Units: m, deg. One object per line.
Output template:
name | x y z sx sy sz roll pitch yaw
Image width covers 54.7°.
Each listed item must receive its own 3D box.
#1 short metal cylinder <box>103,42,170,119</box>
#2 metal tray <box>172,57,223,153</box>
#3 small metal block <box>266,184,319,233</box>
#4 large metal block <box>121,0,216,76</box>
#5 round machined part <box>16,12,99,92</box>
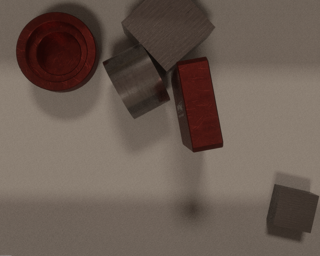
short metal cylinder | -0.028 -0.058 0.384 0.050 0.080 0.080 -28 90 0
metal tray | 0.038 -0.023 0.359 0.030 0.130 0.089 -11 90 0
small metal block | 0.177 0.107 0.414 0.050 0.025 0.050 13 90 -1
large metal block | 0.009 -0.125 0.397 0.080 0.050 0.080 -43 93 0
round machined part | -0.128 -0.094 0.401 0.099 0.042 0.097 0 90 -1
